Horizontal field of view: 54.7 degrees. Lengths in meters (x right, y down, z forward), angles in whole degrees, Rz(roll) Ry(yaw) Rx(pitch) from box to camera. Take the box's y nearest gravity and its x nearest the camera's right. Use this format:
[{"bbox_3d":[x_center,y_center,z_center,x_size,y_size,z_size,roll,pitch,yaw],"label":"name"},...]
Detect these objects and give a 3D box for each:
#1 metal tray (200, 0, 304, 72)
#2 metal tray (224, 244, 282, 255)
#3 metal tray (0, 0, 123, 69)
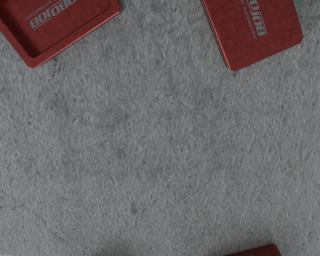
[{"bbox_3d":[0.099,-0.142,0.356,0.090,0.030,0.129,-24,109,8],"label":"metal tray"},{"bbox_3d":[0.135,0.246,0.500,0.131,0.030,0.089,-16,110,5],"label":"metal tray"},{"bbox_3d":[-0.120,-0.140,0.353,0.130,0.030,0.090,-30,108,10],"label":"metal tray"}]
